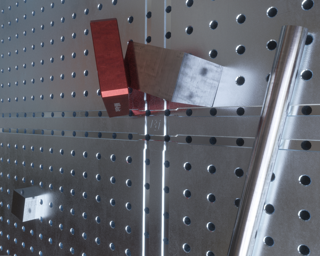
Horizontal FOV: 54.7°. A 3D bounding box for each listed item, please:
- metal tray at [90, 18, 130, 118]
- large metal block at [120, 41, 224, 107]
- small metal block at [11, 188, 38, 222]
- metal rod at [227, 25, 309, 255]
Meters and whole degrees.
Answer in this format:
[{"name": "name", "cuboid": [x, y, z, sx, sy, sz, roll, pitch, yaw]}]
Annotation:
[{"name": "metal tray", "cuboid": [-0.062, -0.070, 0.401, 0.130, 0.030, 0.090, 122, 139, -80]}, {"name": "large metal block", "cuboid": [0.014, -0.062, 0.360, 0.080, 0.081, 0.050, 23, 103, 37]}, {"name": "small metal block", "cuboid": [-0.279, 0.157, 0.635, 0.050, 0.025, 0.050, 16, 100, 38]}, {"name": "metal rod", "cuboid": [0.103, 0.048, 0.322, 0.025, 0.025, 0.298, 18, 101, 38]}]
